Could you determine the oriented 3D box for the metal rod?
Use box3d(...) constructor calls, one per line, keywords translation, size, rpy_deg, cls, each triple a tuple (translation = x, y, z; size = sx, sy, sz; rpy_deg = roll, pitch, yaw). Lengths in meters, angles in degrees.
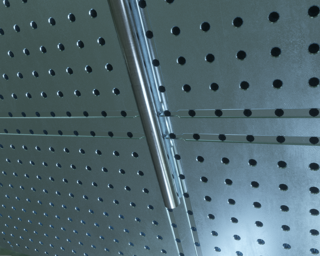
box3d(translation=(-0.014, -0.016, 0.410), size=(0.025, 0.025, 0.298), rpy_deg=(0, 119, 28), cls="metal rod")
